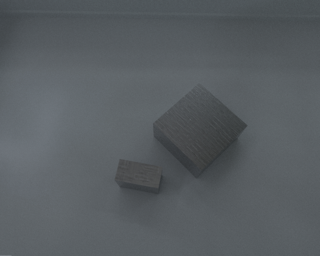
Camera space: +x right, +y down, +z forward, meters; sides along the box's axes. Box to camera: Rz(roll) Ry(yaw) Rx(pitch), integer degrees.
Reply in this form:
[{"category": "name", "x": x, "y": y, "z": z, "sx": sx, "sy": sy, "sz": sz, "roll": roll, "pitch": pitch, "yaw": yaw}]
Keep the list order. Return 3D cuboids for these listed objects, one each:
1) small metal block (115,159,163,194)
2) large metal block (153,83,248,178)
[{"category": "small metal block", "x": -0.024, "y": 0.060, "z": 0.374, "sx": 0.050, "sy": 0.050, "sz": 0.025, "roll": 10, "pitch": 71, "yaw": 3}, {"category": "large metal block", "x": 0.049, "y": 0.004, "z": 0.396, "sx": 0.080, "sy": 0.050, "sz": 0.080, "roll": -42, "pitch": 76, "yaw": -14}]
